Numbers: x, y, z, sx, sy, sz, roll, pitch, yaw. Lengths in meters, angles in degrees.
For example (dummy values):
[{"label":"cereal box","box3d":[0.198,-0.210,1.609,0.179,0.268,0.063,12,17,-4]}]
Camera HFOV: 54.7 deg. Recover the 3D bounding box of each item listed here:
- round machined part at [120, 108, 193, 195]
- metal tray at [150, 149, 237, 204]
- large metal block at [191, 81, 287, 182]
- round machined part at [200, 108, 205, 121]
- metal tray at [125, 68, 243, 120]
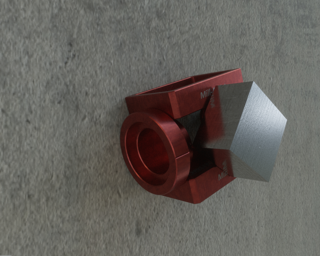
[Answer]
[{"label":"round machined part","box3d":[0.000,0.024,0.360,0.042,0.098,0.097,-20,103,-39]},{"label":"metal tray","box3d":[0.057,0.051,0.412,0.131,0.090,0.030,-23,105,-38]},{"label":"large metal block","box3d":[0.092,0.005,0.349,0.080,0.050,0.080,37,67,-34]},{"label":"round machined part","box3d":[0.096,-0.015,0.441,0.042,0.098,0.097,-20,103,-39]},{"label":"metal tray","box3d":[0.034,-0.044,0.395,0.131,0.090,0.030,-23,105,-38]}]
